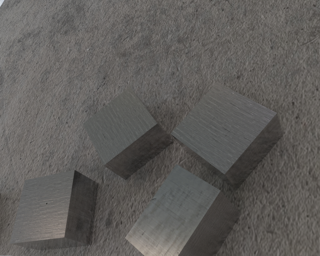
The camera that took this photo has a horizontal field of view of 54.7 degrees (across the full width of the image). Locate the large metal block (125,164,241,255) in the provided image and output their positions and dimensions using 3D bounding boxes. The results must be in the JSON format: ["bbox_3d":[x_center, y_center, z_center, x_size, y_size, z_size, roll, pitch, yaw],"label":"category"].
[{"bbox_3d":[0.027,0.093,0.297,0.050,0.080,0.080,28,77,37],"label":"large metal block"}]

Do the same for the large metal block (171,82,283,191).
[{"bbox_3d":[0.074,0.008,0.344,0.080,0.050,0.080,-48,51,-6],"label":"large metal block"}]

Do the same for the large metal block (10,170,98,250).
[{"bbox_3d":[-0.130,0.106,0.392,0.080,0.050,0.080,-13,56,21],"label":"large metal block"}]

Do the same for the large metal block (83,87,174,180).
[{"bbox_3d":[-0.043,0.006,0.407,0.080,0.050,0.080,-38,51,2],"label":"large metal block"}]
